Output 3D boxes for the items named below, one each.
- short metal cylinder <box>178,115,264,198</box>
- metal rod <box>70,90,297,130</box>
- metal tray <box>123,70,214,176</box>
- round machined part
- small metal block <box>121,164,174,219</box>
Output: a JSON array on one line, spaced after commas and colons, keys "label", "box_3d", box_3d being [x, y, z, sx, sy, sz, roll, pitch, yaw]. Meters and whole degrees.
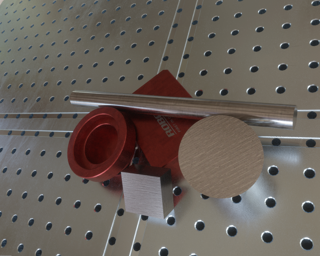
[{"label": "short metal cylinder", "box_3d": [0.062, 0.030, 0.320, 0.080, 0.050, 0.080, -2, 81, 11]}, {"label": "metal rod", "box_3d": [0.005, -0.027, 0.381, 0.300, 0.025, 0.025, 7, 65, 31]}, {"label": "metal tray", "box_3d": [0.007, -0.010, 0.407, 0.090, 0.030, 0.130, -37, 51, 3]}, {"label": "round machined part", "box_3d": [-0.072, 0.024, 0.412, 0.098, 0.042, 0.098, -14, 61, 27]}, {"label": "small metal block", "box_3d": [-0.014, 0.071, 0.353, 0.050, 0.025, 0.050, 3, 106, 28]}]
